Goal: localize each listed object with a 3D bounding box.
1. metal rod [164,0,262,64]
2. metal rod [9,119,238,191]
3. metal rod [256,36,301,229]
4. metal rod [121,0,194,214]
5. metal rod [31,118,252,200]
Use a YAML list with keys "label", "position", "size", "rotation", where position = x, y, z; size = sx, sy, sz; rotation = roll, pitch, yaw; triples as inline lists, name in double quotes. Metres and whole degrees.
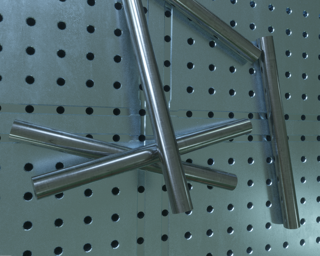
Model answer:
- label: "metal rod"
  position: [0.020, -0.180, 0.420]
  size: [0.301, 0.025, 0.025]
  rotation: [30, 80, -18]
- label: "metal rod"
  position: [-0.031, 0.041, 0.402]
  size: [0.302, 0.025, 0.025]
  rotation: [16, 85, -20]
- label: "metal rod"
  position: [0.185, 0.009, 0.482]
  size: [0.025, 0.025, 0.298]
  rotation: [-11, 94, -20]
- label: "metal rod"
  position: [-0.009, -0.048, 0.377]
  size: [0.025, 0.025, 0.298]
  rotation: [-11, 81, -20]
- label: "metal rod"
  position: [0.000, 0.030, 0.390]
  size: [0.303, 0.025, 0.025]
  rotation: [-14, 95, -29]
